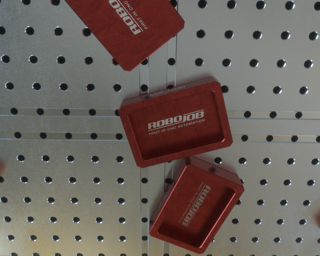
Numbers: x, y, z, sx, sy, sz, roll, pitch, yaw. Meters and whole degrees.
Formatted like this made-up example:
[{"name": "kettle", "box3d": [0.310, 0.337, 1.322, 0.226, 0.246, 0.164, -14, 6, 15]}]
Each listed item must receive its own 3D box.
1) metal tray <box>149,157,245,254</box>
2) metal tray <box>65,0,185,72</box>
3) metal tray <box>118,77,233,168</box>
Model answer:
[{"name": "metal tray", "box3d": [0.050, 0.114, 0.452, 0.090, 0.030, 0.129, 24, 108, -9]}, {"name": "metal tray", "box3d": [-0.045, -0.143, 0.358, 0.090, 0.030, 0.130, -37, 106, 12]}, {"name": "metal tray", "box3d": [0.021, -0.006, 0.408, 0.130, 0.030, 0.090, -15, 110, 5]}]
